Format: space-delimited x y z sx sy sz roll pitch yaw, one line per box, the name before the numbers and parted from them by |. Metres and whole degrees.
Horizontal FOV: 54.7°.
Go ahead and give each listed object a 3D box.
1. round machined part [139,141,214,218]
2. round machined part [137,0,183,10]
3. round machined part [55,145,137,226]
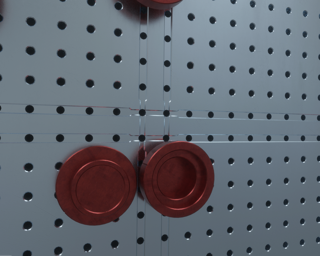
round machined part | 0.019 0.065 0.412 0.099 0.042 0.097 0 90 -20
round machined part | -0.005 -0.203 0.402 0.099 0.042 0.097 0 90 -21
round machined part | -0.075 0.070 0.377 0.099 0.042 0.097 0 90 -21
